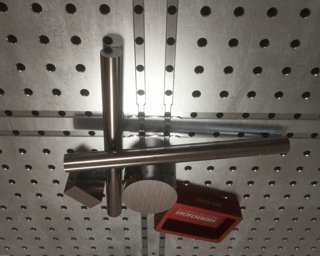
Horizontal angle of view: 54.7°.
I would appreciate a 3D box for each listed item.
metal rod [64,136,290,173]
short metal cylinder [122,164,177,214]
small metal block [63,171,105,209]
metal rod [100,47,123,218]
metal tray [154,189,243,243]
[{"bbox_3d":[0.026,0.035,0.420,0.302,0.025,0.025,-4,130,-5],"label":"metal rod"},{"bbox_3d":[-0.015,0.085,0.468,0.081,0.050,0.079,0,130,0],"label":"short metal cylinder"},{"bbox_3d":[-0.111,0.084,0.466,0.025,0.050,0.050,-34,123,25],"label":"small metal block"},{"bbox_3d":[-0.066,0.030,0.436,0.025,0.025,0.298,3,130,-4],"label":"metal rod"},{"bbox_3d":[0.065,0.156,0.542,0.131,0.030,0.089,16,128,-14],"label":"metal tray"}]
